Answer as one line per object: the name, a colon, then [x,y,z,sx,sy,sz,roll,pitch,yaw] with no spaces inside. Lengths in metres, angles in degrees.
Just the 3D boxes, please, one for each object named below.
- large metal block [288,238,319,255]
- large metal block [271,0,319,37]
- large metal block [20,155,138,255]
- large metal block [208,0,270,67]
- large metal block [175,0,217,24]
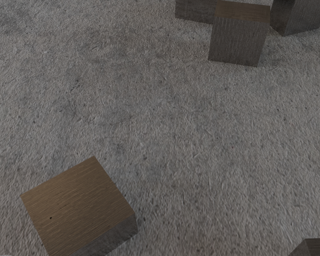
large metal block: [0.169,0.143,0.268,0.081,0.050,0.080,-1,50,-1]
large metal block: [0.250,-0.219,0.553,0.081,0.080,0.050,-16,52,-13]
large metal block: [-0.079,0.088,0.313,0.081,0.050,0.080,-29,56,-22]
large metal block: [0.124,-0.150,0.494,0.080,0.080,0.050,10,51,8]
large metal block: [0.080,-0.248,0.596,0.080,0.050,0.080,15,52,12]
